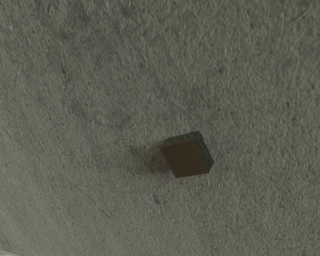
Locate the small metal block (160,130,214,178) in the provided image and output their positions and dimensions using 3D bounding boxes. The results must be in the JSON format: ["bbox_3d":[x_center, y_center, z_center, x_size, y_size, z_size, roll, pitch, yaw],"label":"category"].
[{"bbox_3d":[0.036,0.036,0.409,0.050,0.025,0.050,-16,110,34],"label":"small metal block"}]
